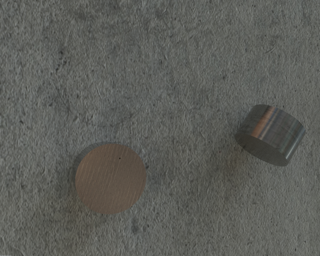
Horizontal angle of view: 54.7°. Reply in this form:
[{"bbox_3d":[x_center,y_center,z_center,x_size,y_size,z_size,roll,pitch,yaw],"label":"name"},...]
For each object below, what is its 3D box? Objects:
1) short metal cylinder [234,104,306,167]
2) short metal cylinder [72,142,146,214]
[{"bbox_3d":[0.154,0.011,0.436,0.080,0.080,0.050,38,78,-16],"label":"short metal cylinder"},{"bbox_3d":[-0.063,0.057,0.373,0.081,0.050,0.080,0,90,-20],"label":"short metal cylinder"}]
